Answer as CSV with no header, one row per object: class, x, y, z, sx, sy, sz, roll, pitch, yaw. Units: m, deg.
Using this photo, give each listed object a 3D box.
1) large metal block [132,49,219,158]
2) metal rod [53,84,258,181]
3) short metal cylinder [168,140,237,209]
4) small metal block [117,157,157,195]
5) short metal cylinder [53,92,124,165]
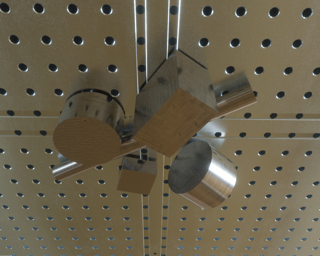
large metal block,0.014,-0.028,0.348,0.050,0.080,0.080,29,124,-23
metal rod,-0.019,0.013,0.418,0.300,0.025,0.025,-22,127,18
short metal cylinder,0.057,0.064,0.426,0.050,0.080,0.080,36,121,-27
small metal block,-0.035,0.073,0.469,0.050,0.025,0.050,12,129,-10
short metal cylinder,-0.087,0.001,0.391,0.081,0.050,0.079,0,130,0
